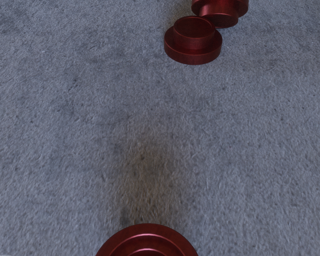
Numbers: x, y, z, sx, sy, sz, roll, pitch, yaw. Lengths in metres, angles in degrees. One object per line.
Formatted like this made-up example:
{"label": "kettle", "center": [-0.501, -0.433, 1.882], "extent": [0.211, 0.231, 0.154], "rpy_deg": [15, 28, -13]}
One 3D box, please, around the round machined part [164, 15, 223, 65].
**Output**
{"label": "round machined part", "center": [0.056, -0.153, 0.522], "extent": [0.099, 0.042, 0.098], "rpy_deg": [0, 50, 0]}

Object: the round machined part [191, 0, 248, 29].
{"label": "round machined part", "center": [0.104, -0.207, 0.544], "extent": [0.099, 0.098, 0.042], "rpy_deg": [5, 88, 4]}

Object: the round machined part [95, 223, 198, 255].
{"label": "round machined part", "center": [-0.012, 0.140, 0.275], "extent": [0.099, 0.042, 0.098], "rpy_deg": [0, 50, 0]}
